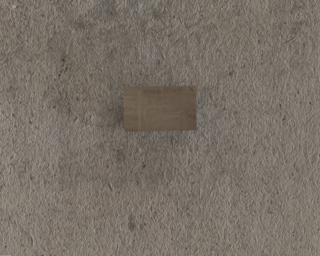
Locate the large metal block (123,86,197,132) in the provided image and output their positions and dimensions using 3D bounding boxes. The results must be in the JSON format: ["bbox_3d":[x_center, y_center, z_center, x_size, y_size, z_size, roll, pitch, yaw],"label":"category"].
[{"bbox_3d":[0.000,-0.022,0.384,0.081,0.080,0.050,-1,90,-1],"label":"large metal block"}]
